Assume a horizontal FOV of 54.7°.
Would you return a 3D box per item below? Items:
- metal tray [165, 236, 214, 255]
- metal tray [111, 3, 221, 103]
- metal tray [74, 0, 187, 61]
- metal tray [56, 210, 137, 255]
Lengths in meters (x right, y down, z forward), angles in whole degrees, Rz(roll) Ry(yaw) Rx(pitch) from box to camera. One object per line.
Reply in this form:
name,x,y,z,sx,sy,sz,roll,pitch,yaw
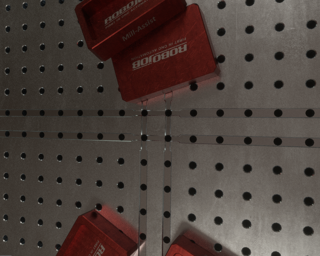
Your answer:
metal tray,0.056,0.211,0.389,0.130,0.030,0.090,29,99,17
metal tray,0.003,-0.094,0.408,0.130,0.030,0.090,-17,85,18
metal tray,-0.042,-0.157,0.401,0.130,0.030,0.090,-30,59,11
metal tray,-0.103,0.197,0.444,0.090,0.030,0.129,34,100,16
